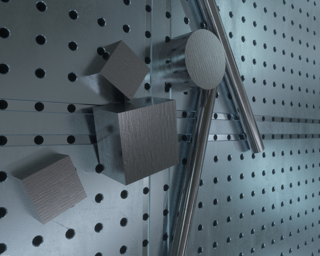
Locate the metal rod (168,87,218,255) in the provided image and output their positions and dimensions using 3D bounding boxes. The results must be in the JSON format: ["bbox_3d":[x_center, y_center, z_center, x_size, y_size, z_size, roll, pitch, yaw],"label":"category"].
[{"bbox_3d":[0.052,0.044,0.452,0.025,0.025,0.299,20,77,-38],"label":"metal rod"}]

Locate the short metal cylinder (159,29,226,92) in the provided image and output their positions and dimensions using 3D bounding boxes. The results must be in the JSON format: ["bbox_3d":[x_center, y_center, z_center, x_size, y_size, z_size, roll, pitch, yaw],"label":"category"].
[{"bbox_3d":[0.046,-0.091,0.431,0.081,0.050,0.080,0,90,-40],"label":"short metal cylinder"}]

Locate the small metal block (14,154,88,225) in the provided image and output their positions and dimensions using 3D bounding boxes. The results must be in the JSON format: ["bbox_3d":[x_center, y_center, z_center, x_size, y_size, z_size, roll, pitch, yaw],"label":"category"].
[{"bbox_3d":[-0.110,0.061,0.317,0.050,0.025,0.050,-30,109,-36],"label":"small metal block"}]

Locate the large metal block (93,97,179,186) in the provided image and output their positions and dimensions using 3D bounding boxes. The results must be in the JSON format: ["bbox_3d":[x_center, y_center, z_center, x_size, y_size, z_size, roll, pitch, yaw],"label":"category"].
[{"bbox_3d":[-0.026,0.010,0.363,0.081,0.050,0.079,-17,110,-39],"label":"large metal block"}]

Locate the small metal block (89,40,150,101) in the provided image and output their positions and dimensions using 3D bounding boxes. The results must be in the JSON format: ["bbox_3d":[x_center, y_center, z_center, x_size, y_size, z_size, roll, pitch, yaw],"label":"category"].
[{"bbox_3d":[-0.047,-0.067,0.369,0.050,0.025,0.050,42,65,-32],"label":"small metal block"}]

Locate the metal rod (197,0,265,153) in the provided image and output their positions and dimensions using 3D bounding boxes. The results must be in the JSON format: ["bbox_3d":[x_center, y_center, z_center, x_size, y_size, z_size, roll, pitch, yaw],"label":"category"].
[{"bbox_3d":[0.116,-0.090,0.505,0.025,0.025,0.299,-38,113,-33],"label":"metal rod"}]
